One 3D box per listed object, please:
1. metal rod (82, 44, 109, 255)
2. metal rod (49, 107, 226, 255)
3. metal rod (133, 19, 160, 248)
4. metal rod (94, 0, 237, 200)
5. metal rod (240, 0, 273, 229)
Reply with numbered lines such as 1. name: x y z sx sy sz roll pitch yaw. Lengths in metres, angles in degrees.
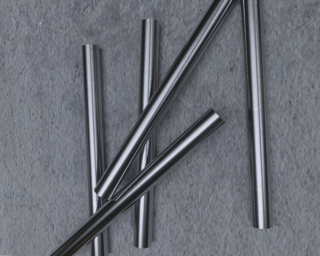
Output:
1. metal rod: -0.092 0.033 0.440 0.025 0.025 0.298 -3 89 19
2. metal rod: -0.038 0.084 0.393 0.299 0.025 0.025 -43 77 14
3. metal rod: -0.018 0.008 0.414 0.025 0.025 0.298 2 91 19
4. metal rod: 0.007 -0.042 0.385 0.025 0.025 0.299 33 93 16
5. metal rod: 0.114 -0.034 0.368 0.025 0.025 0.298 -3 89 19
